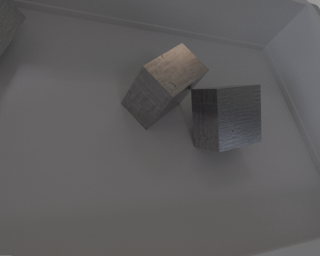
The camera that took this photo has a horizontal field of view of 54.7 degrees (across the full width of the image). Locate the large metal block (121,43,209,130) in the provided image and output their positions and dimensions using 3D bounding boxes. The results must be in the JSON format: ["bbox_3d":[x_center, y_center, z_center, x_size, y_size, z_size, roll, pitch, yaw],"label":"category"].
[{"bbox_3d":[0.005,-0.054,0.406,0.050,0.080,0.080,47,51,4],"label":"large metal block"}]

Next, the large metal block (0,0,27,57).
[{"bbox_3d":[-0.205,-0.115,0.326,0.080,0.050,0.080,47,41,-41],"label":"large metal block"}]

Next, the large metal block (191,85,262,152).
[{"bbox_3d":[0.092,-0.017,0.426,0.081,0.050,0.079,-10,100,-32],"label":"large metal block"}]
